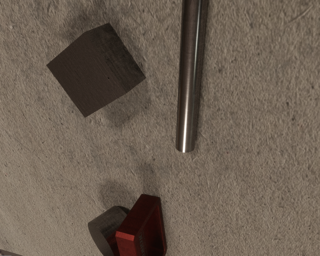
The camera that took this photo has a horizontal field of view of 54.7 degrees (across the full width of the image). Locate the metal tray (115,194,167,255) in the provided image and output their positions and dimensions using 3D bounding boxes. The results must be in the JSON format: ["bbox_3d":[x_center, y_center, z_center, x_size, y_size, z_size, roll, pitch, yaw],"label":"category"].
[{"bbox_3d":[-0.025,0.182,0.488,0.030,0.090,0.129,7,121,23],"label":"metal tray"}]

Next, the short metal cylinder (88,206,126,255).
[{"bbox_3d":[-0.078,0.180,0.523,0.080,0.050,0.079,34,139,36],"label":"short metal cylinder"}]

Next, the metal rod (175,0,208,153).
[{"bbox_3d":[0.034,-0.102,0.324,0.025,0.025,0.298,14,124,20],"label":"metal rod"}]

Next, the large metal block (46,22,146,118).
[{"bbox_3d":[-0.079,-0.070,0.387,0.080,0.050,0.080,-25,105,36],"label":"large metal block"}]
